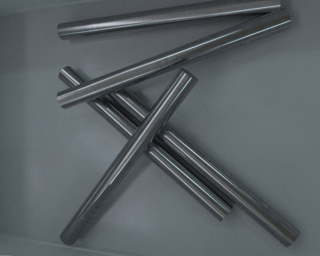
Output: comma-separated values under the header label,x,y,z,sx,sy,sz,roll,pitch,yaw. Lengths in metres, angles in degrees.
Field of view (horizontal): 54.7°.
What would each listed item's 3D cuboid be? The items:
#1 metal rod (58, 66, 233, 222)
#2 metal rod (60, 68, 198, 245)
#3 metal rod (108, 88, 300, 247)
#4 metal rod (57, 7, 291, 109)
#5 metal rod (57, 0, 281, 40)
label,x,y,z,sx,sy,sz,roll,pitch,yaw
metal rod,-0.029,0.012,0.419,0.300,0.025,0.025,40,103,15
metal rod,-0.051,0.050,0.405,0.025,0.025,0.299,43,111,14
metal rod,0.042,0.034,0.394,0.300,0.025,0.025,40,103,15
metal rod,0.007,-0.082,0.390,0.301,0.025,0.025,-18,84,12
metal rod,-0.002,-0.145,0.410,0.301,0.025,0.025,-1,90,19
